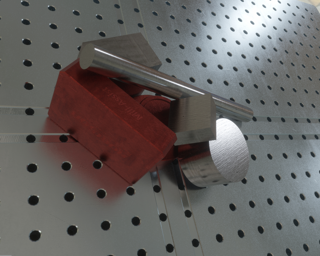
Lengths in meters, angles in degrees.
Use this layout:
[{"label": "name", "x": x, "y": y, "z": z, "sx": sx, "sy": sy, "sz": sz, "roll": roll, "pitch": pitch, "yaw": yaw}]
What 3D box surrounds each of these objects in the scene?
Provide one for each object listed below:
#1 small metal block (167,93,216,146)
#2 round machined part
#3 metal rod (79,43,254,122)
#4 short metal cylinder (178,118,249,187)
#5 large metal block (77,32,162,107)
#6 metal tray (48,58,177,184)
[{"label": "small metal block", "x": 0.038, "y": -0.010, "z": 0.364, "sx": 0.025, "sy": 0.050, "sz": 0.050, "roll": 57, "pitch": 32, "yaw": -47}, {"label": "round machined part", "x": -0.005, "y": -0.003, "z": 0.401, "sx": 0.099, "sy": 0.042, "sz": 0.098, "roll": 14, "pitch": 56, "yaw": -21}, {"label": "metal rod", "x": 0.036, "y": -0.044, "z": 0.395, "sx": 0.302, "sy": 0.025, "sz": 0.025, "roll": 12, "pitch": 54, "yaw": -45}, {"label": "short metal cylinder", "x": 0.069, "y": 0.033, "z": 0.396, "sx": 0.081, "sy": 0.050, "sz": 0.080, "roll": 17, "pitch": 64, "yaw": -39}, {"label": "large metal block", "x": -0.057, "y": -0.066, "z": 0.381, "sx": 0.081, "sy": 0.080, "sz": 0.050, "roll": -23, "pitch": 75, "yaw": -37}, {"label": "metal tray", "x": -0.056, "y": -0.003, "z": 0.338, "sx": 0.130, "sy": 0.090, "sz": 0.030, "roll": 40, "pitch": 51, "yaw": -2}]
